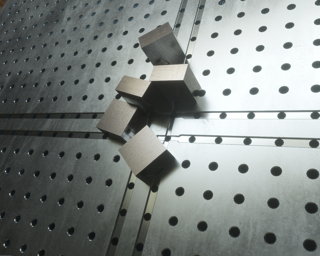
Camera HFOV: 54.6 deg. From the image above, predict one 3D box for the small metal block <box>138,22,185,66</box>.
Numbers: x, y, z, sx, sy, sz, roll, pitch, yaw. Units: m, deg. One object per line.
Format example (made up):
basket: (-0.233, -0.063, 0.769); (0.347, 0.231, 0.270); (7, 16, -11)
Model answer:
small metal block: (0.003, -0.123, 0.467); (0.050, 0.050, 0.025); (-25, 53, 13)

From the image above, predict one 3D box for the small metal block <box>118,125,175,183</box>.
small metal block: (-0.018, 0.033, 0.399); (0.050, 0.025, 0.050); (-41, 51, 0)

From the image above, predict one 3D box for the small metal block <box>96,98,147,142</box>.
small metal block: (-0.055, -0.010, 0.445); (0.050, 0.025, 0.050); (18, 71, 35)

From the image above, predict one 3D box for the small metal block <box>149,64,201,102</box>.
small metal block: (0.021, -0.060, 0.419); (0.050, 0.050, 0.025); (3, 64, 30)

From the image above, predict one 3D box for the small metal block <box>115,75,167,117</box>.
small metal block: (-0.026, -0.045, 0.435); (0.050, 0.050, 0.025); (19, 72, 35)
